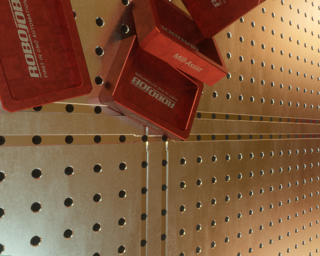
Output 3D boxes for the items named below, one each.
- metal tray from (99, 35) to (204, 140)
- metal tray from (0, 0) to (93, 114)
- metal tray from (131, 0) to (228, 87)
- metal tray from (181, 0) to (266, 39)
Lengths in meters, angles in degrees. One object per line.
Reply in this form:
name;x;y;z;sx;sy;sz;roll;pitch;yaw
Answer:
metal tray;-0.004;-0.048;0.403;0.131;0.030;0.090;29;72;-37
metal tray;-0.126;-0.087;0.300;0.091;0.030;0.129;-21;103;-38
metal tray;0.027;-0.116;0.402;0.131;0.030;0.090;20;46;-39
metal tray;0.065;-0.195;0.399;0.130;0.090;0.030;56;46;-7
